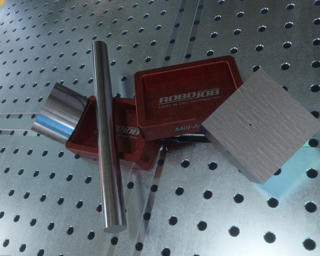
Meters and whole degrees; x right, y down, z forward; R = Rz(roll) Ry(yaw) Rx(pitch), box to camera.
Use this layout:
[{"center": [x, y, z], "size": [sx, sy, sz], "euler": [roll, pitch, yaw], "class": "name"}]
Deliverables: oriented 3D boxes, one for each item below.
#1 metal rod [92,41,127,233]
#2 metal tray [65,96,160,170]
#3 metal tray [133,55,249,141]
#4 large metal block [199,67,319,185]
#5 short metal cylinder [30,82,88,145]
[{"center": [-0.073, -0.012, 0.415], "size": [0.025, 0.025, 0.299], "euler": [-23, 53, 15], "class": "metal rod"}, {"center": [-0.062, 0.003, 0.435], "size": [0.130, 0.030, 0.090], "euler": [7, 65, 31], "class": "metal tray"}, {"center": [0.036, -0.039, 0.386], "size": [0.131, 0.030, 0.090], "euler": [-10, 56, 3], "class": "metal tray"}, {"center": [0.098, 0.000, 0.318], "size": [0.080, 0.050, 0.080], "euler": [-44, 82, -2], "class": "large metal block"}, {"center": [-0.149, -0.022, 0.461], "size": [0.080, 0.050, 0.080], "euler": [-49, 23, 31], "class": "short metal cylinder"}]
